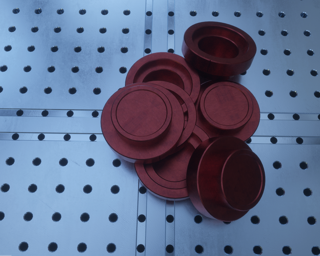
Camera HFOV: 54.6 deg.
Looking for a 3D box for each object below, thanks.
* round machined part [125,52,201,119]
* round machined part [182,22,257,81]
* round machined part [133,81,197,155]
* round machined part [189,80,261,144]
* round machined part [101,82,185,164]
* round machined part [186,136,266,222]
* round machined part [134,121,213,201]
[{"bbox_3d":[0.004,-0.050,0.421,0.099,0.042,0.098,0,70,0],"label":"round machined part"},{"bbox_3d":[0.078,-0.102,0.429,0.099,0.042,0.098,4,49,-5],"label":"round machined part"},{"bbox_3d":[-0.003,-0.009,0.406,0.099,0.042,0.098,0,70,0],"label":"round machined part"},{"bbox_3d":[0.084,-0.022,0.411,0.099,0.042,0.098,0,70,0],"label":"round machined part"},{"bbox_3d":[-0.020,-0.010,0.361,0.099,0.042,0.098,0,70,0],"label":"round machined part"},{"bbox_3d":[0.082,0.058,0.356,0.099,0.042,0.098,3,84,-32],"label":"round machined part"},{"bbox_3d":[0.018,0.041,0.388,0.099,0.042,0.098,0,70,0],"label":"round machined part"}]
